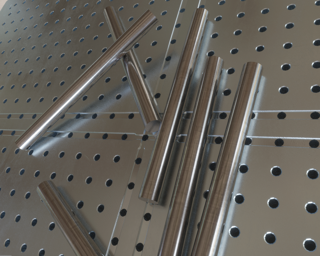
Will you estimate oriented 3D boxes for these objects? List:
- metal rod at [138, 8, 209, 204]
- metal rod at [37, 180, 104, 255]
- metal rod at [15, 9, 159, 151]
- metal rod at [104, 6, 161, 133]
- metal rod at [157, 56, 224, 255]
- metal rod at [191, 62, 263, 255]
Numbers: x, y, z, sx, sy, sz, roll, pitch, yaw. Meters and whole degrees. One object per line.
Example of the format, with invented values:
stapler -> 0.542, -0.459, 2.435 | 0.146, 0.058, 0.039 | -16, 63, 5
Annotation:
metal rod -> 0.025, -0.046, 0.424 | 0.025, 0.025, 0.300 | 2, 63, 29
metal rod -> -0.071, 0.157, 0.350 | 0.025, 0.025, 0.300 | -48, 51, -5
metal rod -> -0.120, -0.072, 0.494 | 0.300, 0.025, 0.025 | -43, 51, 7
metal rod -> -0.052, -0.113, 0.505 | 0.025, 0.025, 0.300 | -29, 52, 10
metal rod -> 0.037, 0.041, 0.364 | 0.025, 0.025, 0.300 | 2, 62, 29
metal rod -> 0.070, 0.055, 0.338 | 0.025, 0.025, 0.300 | 6, 65, 31
